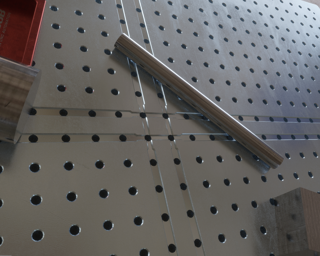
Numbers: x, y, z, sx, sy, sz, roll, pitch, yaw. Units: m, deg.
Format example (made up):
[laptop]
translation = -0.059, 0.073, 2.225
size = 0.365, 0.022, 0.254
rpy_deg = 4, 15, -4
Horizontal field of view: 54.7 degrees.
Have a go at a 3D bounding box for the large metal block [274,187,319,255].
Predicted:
[large metal block]
translation = 0.208, 0.136, 0.421
size = 0.080, 0.050, 0.080
rpy_deg = 20, 54, -16

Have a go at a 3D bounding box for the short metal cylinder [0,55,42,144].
[short metal cylinder]
translation = -0.156, -0.029, 0.307
size = 0.050, 0.080, 0.080
rpy_deg = 19, 54, -17

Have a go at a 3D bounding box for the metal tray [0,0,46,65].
[metal tray]
translation = -0.195, -0.117, 0.371
size = 0.091, 0.030, 0.130
rpy_deg = 11, 57, -22

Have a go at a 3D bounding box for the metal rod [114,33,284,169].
[metal rod]
translation = 0.060, -0.038, 0.463
size = 0.301, 0.025, 0.025
rpy_deg = 37, 51, -3
